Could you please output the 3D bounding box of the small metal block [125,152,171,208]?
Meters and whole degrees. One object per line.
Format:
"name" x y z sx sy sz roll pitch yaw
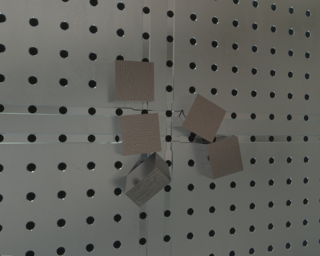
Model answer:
"small metal block" -0.015 0.063 0.385 0.050 0.050 0.025 -41 105 9

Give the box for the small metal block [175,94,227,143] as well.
"small metal block" 0.057 -0.013 0.433 0.050 0.025 0.050 29 80 -18

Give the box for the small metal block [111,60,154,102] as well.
"small metal block" -0.035 -0.059 0.399 0.050 0.025 0.050 -1 90 -20

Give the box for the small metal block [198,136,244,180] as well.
"small metal block" 0.088 0.041 0.445 0.050 0.025 0.050 -13 95 -20

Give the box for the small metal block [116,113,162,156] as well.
"small metal block" -0.028 0.008 0.402 0.050 0.025 0.050 -6 92 -20
